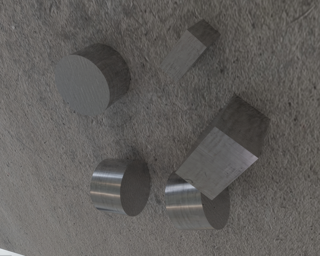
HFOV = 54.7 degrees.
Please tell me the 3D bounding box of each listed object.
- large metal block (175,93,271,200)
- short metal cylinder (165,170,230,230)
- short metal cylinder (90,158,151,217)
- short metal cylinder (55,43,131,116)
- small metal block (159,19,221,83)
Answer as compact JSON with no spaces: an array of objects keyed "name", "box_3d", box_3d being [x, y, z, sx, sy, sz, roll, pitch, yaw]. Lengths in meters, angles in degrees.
[{"name":"large metal block","box_3d":[0.071,0.020,0.346,0.050,0.080,0.080,37,129,3]},{"name":"short metal cylinder","box_3d":[0.050,0.090,0.401,0.050,0.080,0.080,-14,111,34]},{"name":"short metal cylinder","box_3d":[-0.056,0.085,0.453,0.050,0.080,0.080,0,119,28]},{"name":"short metal cylinder","box_3d":[-0.085,-0.062,0.397,0.080,0.050,0.079,13,124,21]},{"name":"small metal block","box_3d":[0.032,-0.081,0.324,0.025,0.050,0.050,42,129,-1]}]
